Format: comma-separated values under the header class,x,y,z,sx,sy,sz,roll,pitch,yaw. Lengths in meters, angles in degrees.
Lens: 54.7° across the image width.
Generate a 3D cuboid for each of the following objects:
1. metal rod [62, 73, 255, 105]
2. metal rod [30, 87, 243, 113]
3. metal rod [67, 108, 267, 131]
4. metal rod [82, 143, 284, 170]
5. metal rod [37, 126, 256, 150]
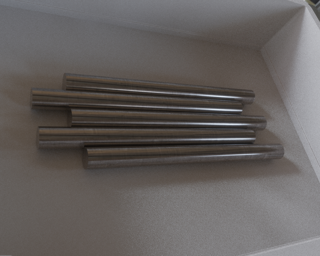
class,x,y,z,sx,sy,sz,roll,pitch,yaw
metal rod,0.017,-0.053,0.447,0.303,0.025,0.025,1,62,-28
metal rod,-0.011,-0.032,0.419,0.303,0.025,0.025,1,62,-28
metal rod,0.029,-0.009,0.427,0.303,0.025,0.025,1,62,-28
metal rod,0.051,0.035,0.412,0.303,0.025,0.025,1,62,-28
metal rod,0.004,0.012,0.400,0.303,0.025,0.025,1,62,-28
